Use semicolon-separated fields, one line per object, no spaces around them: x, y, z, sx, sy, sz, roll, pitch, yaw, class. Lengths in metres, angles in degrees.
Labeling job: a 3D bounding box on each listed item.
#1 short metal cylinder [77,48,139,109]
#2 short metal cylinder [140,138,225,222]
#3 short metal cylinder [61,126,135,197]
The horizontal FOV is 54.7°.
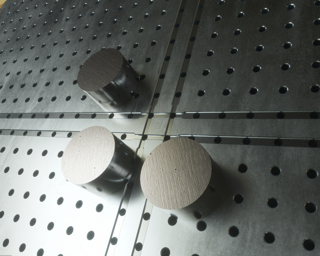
-0.080;-0.076;0.481;0.080;0.050;0.080;-13;56;21;short metal cylinder
0.026;0.057;0.343;0.080;0.050;0.080;-13;56;21;short metal cylinder
-0.081;0.044;0.408;0.080;0.050;0.080;-13;56;21;short metal cylinder
